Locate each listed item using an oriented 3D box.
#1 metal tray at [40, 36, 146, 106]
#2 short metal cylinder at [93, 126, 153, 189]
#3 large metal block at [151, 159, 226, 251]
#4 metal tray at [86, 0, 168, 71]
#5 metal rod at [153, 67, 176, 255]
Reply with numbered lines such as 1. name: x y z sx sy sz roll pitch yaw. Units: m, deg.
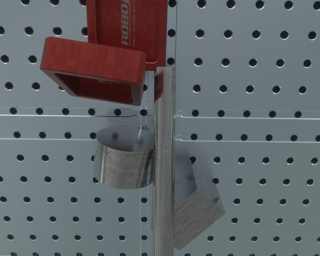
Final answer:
1. metal tray: -0.063 -0.055 0.336 0.091 0.130 0.030 8 85 -3
2. short metal cylinder: -0.043 0.036 0.397 0.081 0.080 0.050 8 110 -3
3. large metal block: 0.035 0.102 0.422 0.050 0.080 0.080 42 105 -14
4. metal tray: -0.037 -0.134 0.360 0.091 0.030 0.129 2 110 -1
5. metal rod: 0.005 0.080 0.367 0.025 0.025 0.298 1 94 0
